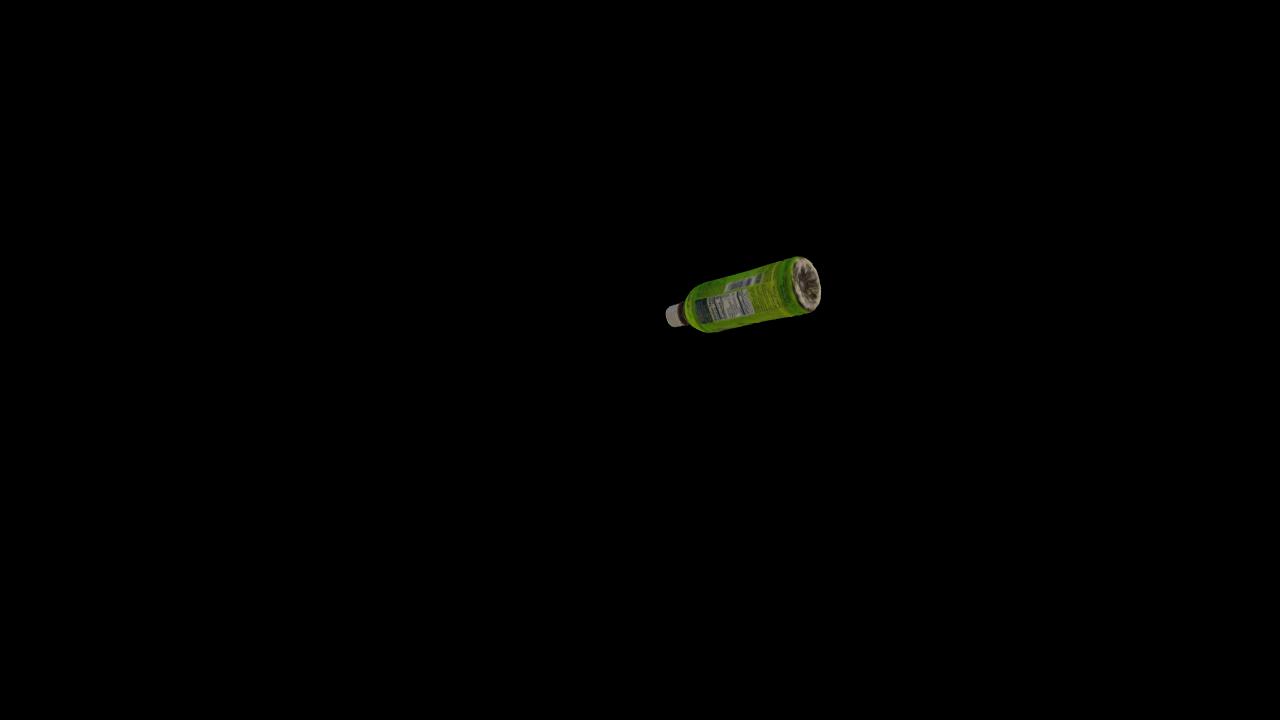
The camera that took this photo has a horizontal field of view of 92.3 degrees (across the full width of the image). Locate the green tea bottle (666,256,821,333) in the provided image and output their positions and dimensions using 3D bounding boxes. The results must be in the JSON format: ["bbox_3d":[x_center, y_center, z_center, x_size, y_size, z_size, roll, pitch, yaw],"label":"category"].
[{"bbox_3d":[0.120,-0.075,0.786,0.212,0.073,0.073,-9,-6,42],"label":"green tea bottle"}]
